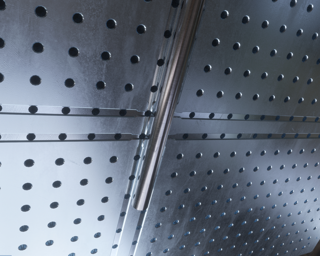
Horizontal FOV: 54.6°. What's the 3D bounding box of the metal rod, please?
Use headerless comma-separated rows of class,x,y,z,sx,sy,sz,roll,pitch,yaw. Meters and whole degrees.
metal rod,0.005,-0.015,0.404,0.025,0.025,0.298,0,118,-29
